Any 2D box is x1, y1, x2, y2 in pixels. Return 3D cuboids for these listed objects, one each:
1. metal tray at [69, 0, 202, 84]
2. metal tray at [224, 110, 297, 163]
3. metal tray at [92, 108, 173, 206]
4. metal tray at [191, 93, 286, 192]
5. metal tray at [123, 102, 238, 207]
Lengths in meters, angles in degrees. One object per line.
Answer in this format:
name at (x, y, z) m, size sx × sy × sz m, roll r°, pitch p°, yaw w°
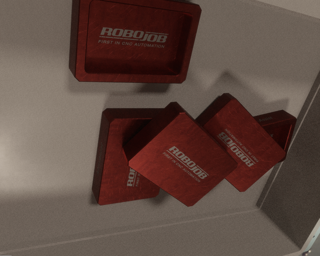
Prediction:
metal tray at (-0.026, -0.096, 0.332) m, size 0.131 × 0.030 × 0.089 m, roll -3°, pitch 120°, yaw -27°
metal tray at (0.156, 0.026, 0.509) m, size 0.131 × 0.030 × 0.089 m, roll -13°, pitch 124°, yaw -22°
metal tray at (-0.036, 0.038, 0.411) m, size 0.091 × 0.030 × 0.129 m, roll -2°, pitch 119°, yaw -28°
metal tray at (0.109, 0.024, 0.451) m, size 0.090 × 0.030 × 0.130 m, roll -45°, pitch 112°, yaw 9°
metal tray at (0.029, 0.038, 0.394) m, size 0.090 × 0.030 × 0.130 m, roll -43°, pitch 125°, yaw 8°
